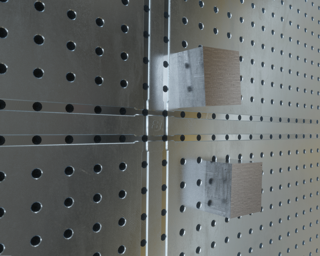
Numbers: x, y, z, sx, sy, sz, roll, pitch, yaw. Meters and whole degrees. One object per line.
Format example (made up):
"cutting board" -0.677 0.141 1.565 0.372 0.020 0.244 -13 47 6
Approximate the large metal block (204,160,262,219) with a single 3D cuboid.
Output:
"large metal block" 0.118 0.093 0.495 0.081 0.050 0.080 3 88 -40

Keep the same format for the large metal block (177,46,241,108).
"large metal block" 0.073 -0.072 0.457 0.081 0.050 0.079 -6 94 -40
